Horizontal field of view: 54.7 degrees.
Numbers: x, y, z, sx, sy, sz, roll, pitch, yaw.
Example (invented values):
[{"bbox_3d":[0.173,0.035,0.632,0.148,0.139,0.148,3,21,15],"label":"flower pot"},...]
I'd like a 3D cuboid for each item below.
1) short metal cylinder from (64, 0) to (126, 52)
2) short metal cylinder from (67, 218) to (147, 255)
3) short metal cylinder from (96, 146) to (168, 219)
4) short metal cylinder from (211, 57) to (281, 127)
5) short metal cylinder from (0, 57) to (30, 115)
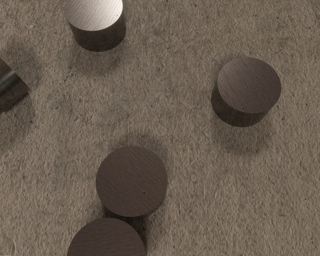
[{"bbox_3d":[-0.092,-0.159,0.452,0.081,0.050,0.080,0,70,0],"label":"short metal cylinder"},{"bbox_3d":[-0.056,0.142,0.342,0.081,0.050,0.080,0,70,0],"label":"short metal cylinder"},{"bbox_3d":[-0.032,0.067,0.370,0.081,0.050,0.080,0,70,-1],"label":"short metal cylinder"},{"bbox_3d":[0.112,-0.047,0.413,0.081,0.050,0.080,0,70,0],"label":"short metal cylinder"},{"bbox_3d":[-0.218,-0.063,0.399,0.080,0.080,0.050,40,75,13],"label":"short metal cylinder"}]
